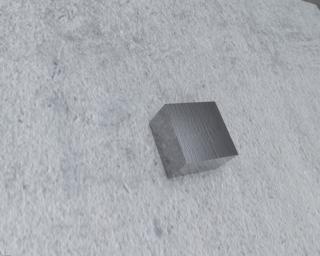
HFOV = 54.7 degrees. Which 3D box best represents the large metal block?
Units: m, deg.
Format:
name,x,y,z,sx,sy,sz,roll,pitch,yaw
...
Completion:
name,x,y,z,sx,sy,sz,roll,pitch,yaw
large metal block,0.042,0.014,0.404,0.081,0.050,0.080,-6,65,-31
